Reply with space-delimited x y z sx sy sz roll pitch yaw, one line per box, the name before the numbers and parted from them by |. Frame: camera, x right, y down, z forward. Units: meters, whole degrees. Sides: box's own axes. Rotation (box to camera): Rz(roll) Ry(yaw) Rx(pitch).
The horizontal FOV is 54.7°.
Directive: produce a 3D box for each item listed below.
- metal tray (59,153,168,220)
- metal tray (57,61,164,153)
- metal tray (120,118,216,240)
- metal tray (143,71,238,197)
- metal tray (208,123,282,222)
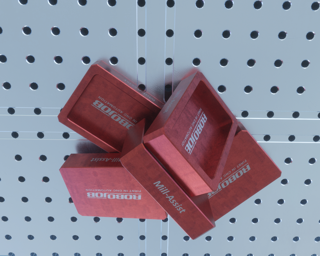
metal tray | -0.057 0.078 0.413 0.130 0.030 0.089 -2 122 16
metal tray | -0.052 -0.014 0.405 0.130 0.030 0.090 34 106 -12
metal tray | 0.010 0.057 0.367 0.030 0.090 0.130 -37 107 12
metal tray | 0.043 0.002 0.359 0.030 0.130 0.090 -27 111 39
metal tray | 0.089 0.066 0.435 0.130 0.030 0.090 -39 106 13
